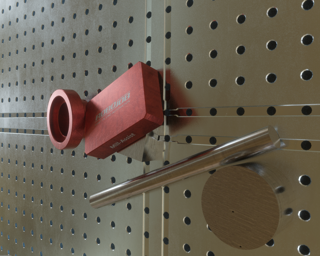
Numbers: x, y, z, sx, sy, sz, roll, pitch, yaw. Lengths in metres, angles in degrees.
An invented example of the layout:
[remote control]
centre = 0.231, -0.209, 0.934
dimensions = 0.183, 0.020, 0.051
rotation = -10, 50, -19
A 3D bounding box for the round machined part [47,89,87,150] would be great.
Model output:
[round machined part]
centre = -0.146, -0.014, 0.509
dimensions = 0.098, 0.042, 0.097
rotation = 3, 94, 48

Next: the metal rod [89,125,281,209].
[metal rod]
centre = 0.007, 0.062, 0.401
dimensions = 0.299, 0.025, 0.025
rotation = -26, 74, 36

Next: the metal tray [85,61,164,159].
[metal tray]
centre = -0.055, -0.021, 0.432
dimensions = 0.130, 0.030, 0.090
rotation = -30, 53, 35

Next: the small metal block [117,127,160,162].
[small metal block]
centre = -0.031, 0.016, 0.433
dimensions = 0.050, 0.025, 0.050
rotation = 15, 100, 38

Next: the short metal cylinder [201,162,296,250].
[short metal cylinder]
centre = 0.090, 0.076, 0.318
dimensions = 0.080, 0.050, 0.079
rotation = 0, 90, 39
